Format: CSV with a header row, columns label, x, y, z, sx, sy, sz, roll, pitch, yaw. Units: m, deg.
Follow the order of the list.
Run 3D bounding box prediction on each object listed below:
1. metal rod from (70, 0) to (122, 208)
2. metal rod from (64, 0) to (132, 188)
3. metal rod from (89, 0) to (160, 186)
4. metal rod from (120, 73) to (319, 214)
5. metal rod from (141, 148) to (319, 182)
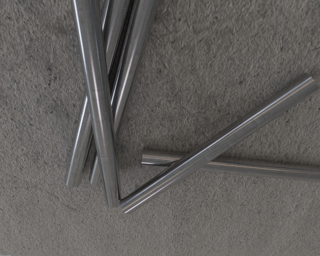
label,x,y,z,sx,sy,sz,roll,pitch,yaw
metal rod,-0.068,-0.004,0.368,0.025,0.025,0.298,0,130,0
metal rod,-0.085,-0.026,0.383,0.025,0.025,0.298,15,129,-12
metal rod,-0.052,-0.030,0.380,0.025,0.025,0.298,13,129,-11
metal rod,0.064,0.030,0.408,0.300,0.025,0.025,-37,122,18
metal rod,0.124,0.057,0.456,0.302,0.025,0.025,6,130,-6
